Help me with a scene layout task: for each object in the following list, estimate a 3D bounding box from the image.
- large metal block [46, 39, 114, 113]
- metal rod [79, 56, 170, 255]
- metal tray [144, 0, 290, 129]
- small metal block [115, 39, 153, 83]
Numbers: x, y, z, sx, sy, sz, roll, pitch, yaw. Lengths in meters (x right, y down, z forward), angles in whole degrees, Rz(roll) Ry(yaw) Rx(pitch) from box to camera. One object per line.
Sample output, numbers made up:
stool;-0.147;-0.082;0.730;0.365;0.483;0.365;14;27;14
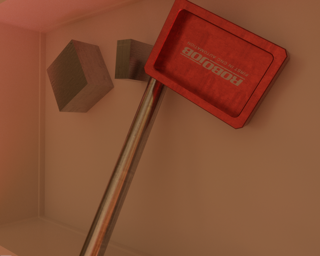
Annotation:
large metal block;-0.129;-0.079;0.494;0.080;0.050;0.080;-35;69;34
metal rod;-0.041;0.049;0.360;0.025;0.025;0.299;7;70;39
metal tray;0.056;-0.070;0.333;0.130;0.030;0.089;34;111;18
small metal block;-0.032;-0.088;0.415;0.025;0.050;0.050;7;95;39
